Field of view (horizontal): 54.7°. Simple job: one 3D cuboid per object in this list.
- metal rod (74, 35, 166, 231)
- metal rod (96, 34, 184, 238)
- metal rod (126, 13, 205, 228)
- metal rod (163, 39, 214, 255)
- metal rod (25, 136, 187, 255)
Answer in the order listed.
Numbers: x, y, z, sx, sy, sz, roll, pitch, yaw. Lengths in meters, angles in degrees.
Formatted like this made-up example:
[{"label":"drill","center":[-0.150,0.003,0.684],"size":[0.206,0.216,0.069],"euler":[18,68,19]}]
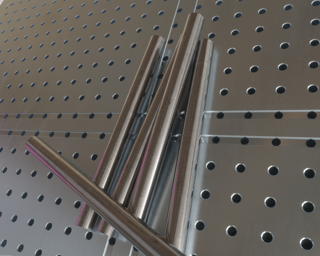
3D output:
[{"label":"metal rod","center":[-0.048,-0.008,0.436],"size":[0.025,0.025,0.300],"euler":[5,64,30]},{"label":"metal rod","center":[-0.010,-0.005,0.415],"size":[0.025,0.025,0.300],"euler":[9,66,32]},{"label":"metal rod","center":[0.010,-0.021,0.399],"size":[0.025,0.025,0.299],"euler":[6,69,30]},{"label":"metal rod","center":[0.038,0.011,0.380],"size":[0.025,0.025,0.299],"euler":[-2,60,27]},{"label":"metal rod","center":[-0.078,0.079,0.365],"size":[0.300,0.025,0.025],"euler":[27,77,37]}]
